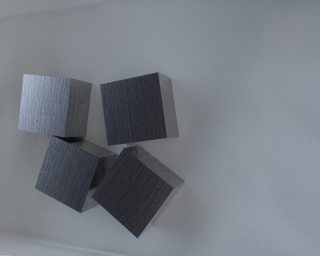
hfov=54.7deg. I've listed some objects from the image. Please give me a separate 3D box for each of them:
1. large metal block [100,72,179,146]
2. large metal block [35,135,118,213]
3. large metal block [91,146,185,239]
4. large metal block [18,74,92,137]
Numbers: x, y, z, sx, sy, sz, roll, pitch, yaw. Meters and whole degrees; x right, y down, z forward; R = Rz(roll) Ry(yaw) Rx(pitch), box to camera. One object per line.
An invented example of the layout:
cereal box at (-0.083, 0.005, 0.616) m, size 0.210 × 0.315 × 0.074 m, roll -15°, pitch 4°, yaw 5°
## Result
large metal block at (-0.026, -0.022, 0.406) m, size 0.080 × 0.050 × 0.080 m, roll -8°, pitch 87°, yaw 19°
large metal block at (-0.118, 0.061, 0.439) m, size 0.080 × 0.050 × 0.080 m, roll 22°, pitch 97°, yaw 18°
large metal block at (-0.028, 0.080, 0.407) m, size 0.080 × 0.050 × 0.080 m, roll 37°, pitch 102°, yaw 16°
large metal block at (-0.152, -0.032, 0.451) m, size 0.080 × 0.050 × 0.079 m, roll 8°, pitch 93°, yaw 20°
